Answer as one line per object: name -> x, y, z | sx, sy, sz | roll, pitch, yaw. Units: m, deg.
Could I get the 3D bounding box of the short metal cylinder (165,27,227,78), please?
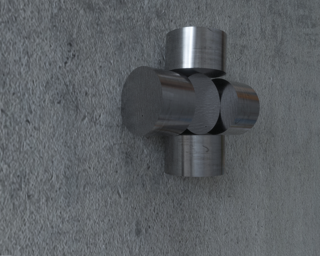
short metal cylinder -> 0.048, -0.097, 0.411 | 0.081, 0.080, 0.050 | 2, 89, -40

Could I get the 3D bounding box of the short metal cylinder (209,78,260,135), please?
short metal cylinder -> 0.097, -0.030, 0.454 | 0.050, 0.080, 0.079 | 3, 89, -40

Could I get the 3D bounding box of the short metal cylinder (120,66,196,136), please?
short metal cylinder -> -0.004, -0.030, 0.369 | 0.050, 0.080, 0.079 | 3, 89, -40

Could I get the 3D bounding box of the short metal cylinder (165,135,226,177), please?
short metal cylinder -> 0.046, 0.034, 0.411 | 0.081, 0.080, 0.050 | 0, 89, -40

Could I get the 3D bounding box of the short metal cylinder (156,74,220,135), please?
short metal cylinder -> 0.037, -0.031, 0.423 | 0.081, 0.050, 0.079 | 0, 90, -40
